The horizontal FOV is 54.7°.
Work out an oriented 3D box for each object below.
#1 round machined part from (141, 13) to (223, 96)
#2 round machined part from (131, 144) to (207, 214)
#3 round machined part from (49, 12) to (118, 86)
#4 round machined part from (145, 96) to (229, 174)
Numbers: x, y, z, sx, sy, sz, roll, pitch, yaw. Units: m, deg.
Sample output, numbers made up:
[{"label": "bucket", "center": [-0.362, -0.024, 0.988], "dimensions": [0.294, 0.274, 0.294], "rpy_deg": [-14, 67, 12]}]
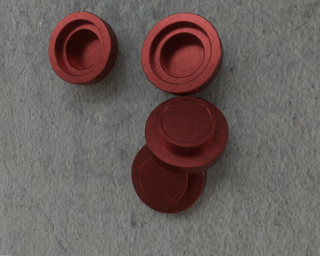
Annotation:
[{"label": "round machined part", "center": [0.030, -0.088, 0.386], "dimensions": [0.098, 0.042, 0.097], "rpy_deg": [-1, 85, 19]}, {"label": "round machined part", "center": [0.008, 0.061, 0.397], "dimensions": [0.098, 0.042, 0.097], "rpy_deg": [0, 90, 19]}, {"label": "round machined part", "center": [-0.102, -0.108, 0.435], "dimensions": [0.098, 0.042, 0.097], "rpy_deg": [0, 90, 19]}, {"label": "round machined part", "center": [0.031, 0.001, 0.364], "dimensions": [0.099, 0.042, 0.098], "rpy_deg": [-2, 60, 3]}]
